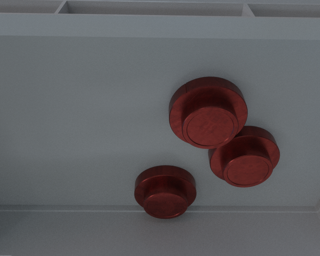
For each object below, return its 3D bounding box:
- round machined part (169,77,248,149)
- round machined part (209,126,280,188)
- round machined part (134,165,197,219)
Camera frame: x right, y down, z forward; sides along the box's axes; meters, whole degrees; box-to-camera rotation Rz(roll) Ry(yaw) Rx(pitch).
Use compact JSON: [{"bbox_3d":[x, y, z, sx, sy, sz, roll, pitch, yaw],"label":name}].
[{"bbox_3d":[0.060,-0.012,0.388,0.099,0.042,0.097,0,130,0],"label":"round machined part"},{"bbox_3d":[0.120,0.047,0.439,0.099,0.042,0.097,0,130,0],"label":"round machined part"},{"bbox_3d":[0.009,0.107,0.489,0.099,0.042,0.097,0,130,0],"label":"round machined part"}]
